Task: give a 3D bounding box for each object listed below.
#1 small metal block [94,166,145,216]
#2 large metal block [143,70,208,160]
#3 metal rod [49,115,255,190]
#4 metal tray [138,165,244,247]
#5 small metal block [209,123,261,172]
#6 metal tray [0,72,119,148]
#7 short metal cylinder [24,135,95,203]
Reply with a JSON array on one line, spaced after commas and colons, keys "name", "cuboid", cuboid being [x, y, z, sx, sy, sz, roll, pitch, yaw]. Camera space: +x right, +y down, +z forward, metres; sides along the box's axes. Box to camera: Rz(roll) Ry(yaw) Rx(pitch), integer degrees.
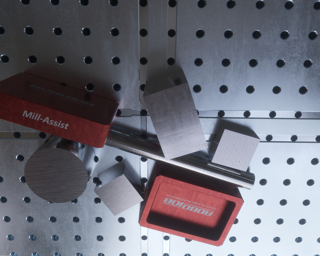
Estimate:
[{"name": "small metal block", "cuboid": [-0.058, 0.091, 0.447, 0.050, 0.025, 0.050, -31, 107, 10]}, {"name": "large metal block", "cuboid": [0.018, -0.019, 0.378, 0.050, 0.080, 0.080, -17, 109, 6]}, {"name": "metal rod", "cuboid": [-0.013, 0.030, 0.424, 0.302, 0.025, 0.025, 18, 109, -7]}, {"name": "metal tray", "cuboid": [0.044, 0.115, 0.453, 0.131, 0.030, 0.089, 17, 109, -7]}, {"name": "small metal block", "cuboid": [0.101, 0.026, 0.424, 0.050, 0.025, 0.050, 16, 109, -6]}, {"name": "metal tray", "cuboid": [-0.120, -0.024, 0.367, 0.131, 0.090, 0.030, 17, 109, -7]}, {"name": "short metal cylinder", "cuboid": [-0.132, 0.053, 0.417, 0.081, 0.050, 0.079, 0, 110, 0]}]
